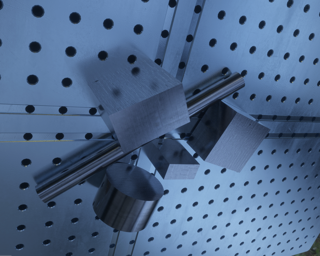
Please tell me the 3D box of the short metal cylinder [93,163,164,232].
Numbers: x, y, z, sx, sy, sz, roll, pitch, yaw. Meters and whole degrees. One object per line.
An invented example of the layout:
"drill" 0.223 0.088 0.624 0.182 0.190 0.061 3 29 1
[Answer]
"short metal cylinder" -0.042 0.090 0.409 0.081 0.080 0.050 12 112 -34

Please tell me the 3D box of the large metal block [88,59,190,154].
"large metal block" -0.025 -0.028 0.347 0.080 0.080 0.050 -25 128 -13

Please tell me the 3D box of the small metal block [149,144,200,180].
"small metal block" 0.020 0.048 0.437 0.050 0.050 0.025 5 116 -31

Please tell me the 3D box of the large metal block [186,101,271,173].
"large metal block" 0.100 0.012 0.456 0.080 0.050 0.080 21 107 -36

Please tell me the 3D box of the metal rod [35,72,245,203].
"metal rod" -0.018 0.007 0.406 0.301 0.025 0.025 -30 129 -9
